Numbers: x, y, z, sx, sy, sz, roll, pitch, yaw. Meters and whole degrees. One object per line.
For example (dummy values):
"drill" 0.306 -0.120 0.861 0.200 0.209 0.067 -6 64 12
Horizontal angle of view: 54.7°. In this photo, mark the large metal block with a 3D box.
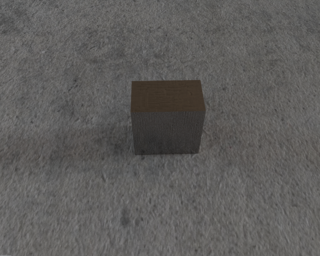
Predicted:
"large metal block" 0.008 -0.011 0.377 0.081 0.080 0.050 -1 50 -2
